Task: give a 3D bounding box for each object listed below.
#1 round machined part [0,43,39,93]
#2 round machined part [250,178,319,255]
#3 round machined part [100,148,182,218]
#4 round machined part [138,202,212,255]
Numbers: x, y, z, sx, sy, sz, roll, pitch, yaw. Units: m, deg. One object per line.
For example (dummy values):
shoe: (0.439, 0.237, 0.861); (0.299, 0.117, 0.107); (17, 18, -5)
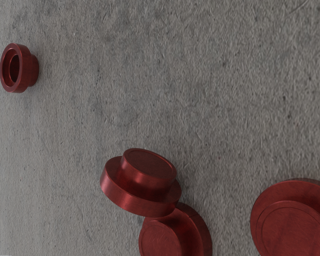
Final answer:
round machined part: (-0.282, -0.119, 0.627); (0.098, 0.042, 0.097); (0, 90, 40)
round machined part: (0.130, 0.098, 0.287); (0.098, 0.042, 0.097); (0, 90, 40)
round machined part: (-0.018, 0.059, 0.373); (0.098, 0.099, 0.042); (35, 112, 34)
round machined part: (0.012, 0.144, 0.384); (0.098, 0.042, 0.097); (0, 90, 40)
